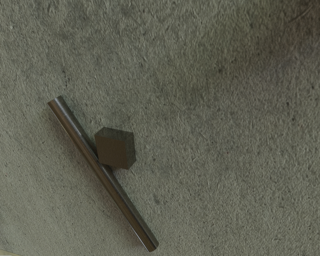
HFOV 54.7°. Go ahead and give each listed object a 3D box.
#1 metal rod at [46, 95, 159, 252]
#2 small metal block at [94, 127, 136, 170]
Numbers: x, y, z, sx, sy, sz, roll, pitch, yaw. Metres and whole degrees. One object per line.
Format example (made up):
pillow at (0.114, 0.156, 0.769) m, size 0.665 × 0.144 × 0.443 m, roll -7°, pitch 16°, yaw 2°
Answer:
metal rod at (-0.086, 0.082, 0.500) m, size 0.025 × 0.025 × 0.299 m, roll -20°, pitch 109°, yaw 35°
small metal block at (-0.065, 0.030, 0.458) m, size 0.050 × 0.025 × 0.050 m, roll 11°, pitch 123°, yaw 22°
